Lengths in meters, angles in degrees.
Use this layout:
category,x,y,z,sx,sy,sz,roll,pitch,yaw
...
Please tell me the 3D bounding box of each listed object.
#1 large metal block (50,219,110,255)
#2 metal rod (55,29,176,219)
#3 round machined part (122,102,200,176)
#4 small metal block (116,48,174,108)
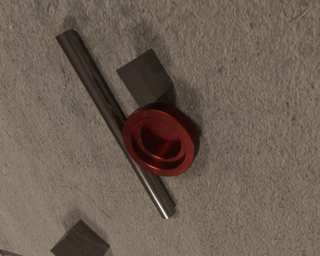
category,x,y,z,sx,sy,sz,roll,pitch,yaw
large metal block,-0.161,0.243,0.623,0.080,0.050,0.080,44,129,-3
metal rod,-0.054,0.006,0.437,0.025,0.025,0.299,-17,110,34
round machined part,0.004,0.011,0.399,0.098,0.042,0.097,13,124,20
small metal block,-0.016,-0.059,0.361,0.025,0.050,0.050,-23,106,36
